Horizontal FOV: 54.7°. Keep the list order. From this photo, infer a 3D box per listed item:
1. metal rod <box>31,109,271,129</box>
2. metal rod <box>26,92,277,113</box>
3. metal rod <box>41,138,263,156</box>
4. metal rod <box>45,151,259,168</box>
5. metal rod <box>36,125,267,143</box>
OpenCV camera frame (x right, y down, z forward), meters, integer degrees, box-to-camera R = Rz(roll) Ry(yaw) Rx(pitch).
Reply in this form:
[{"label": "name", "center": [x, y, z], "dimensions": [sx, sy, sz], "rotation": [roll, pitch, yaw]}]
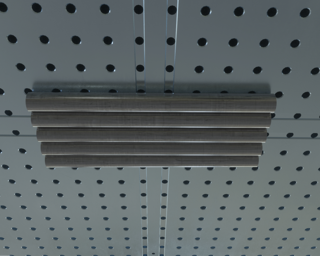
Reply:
[{"label": "metal rod", "center": [-0.010, -0.012, 0.401], "dimensions": [0.302, 0.025, 0.025], "rotation": [0, 130, -1]}, {"label": "metal rod", "center": [-0.010, -0.031, 0.385], "dimensions": [0.302, 0.025, 0.025], "rotation": [0, 130, -1]}, {"label": "metal rod", "center": [-0.011, 0.026, 0.434], "dimensions": [0.302, 0.025, 0.025], "rotation": [0, 130, -1]}, {"label": "metal rod", "center": [-0.011, 0.045, 0.449], "dimensions": [0.302, 0.025, 0.025], "rotation": [0, 130, -1]}, {"label": "metal rod", "center": [-0.010, 0.007, 0.418], "dimensions": [0.302, 0.025, 0.025], "rotation": [0, 130, -1]}]
